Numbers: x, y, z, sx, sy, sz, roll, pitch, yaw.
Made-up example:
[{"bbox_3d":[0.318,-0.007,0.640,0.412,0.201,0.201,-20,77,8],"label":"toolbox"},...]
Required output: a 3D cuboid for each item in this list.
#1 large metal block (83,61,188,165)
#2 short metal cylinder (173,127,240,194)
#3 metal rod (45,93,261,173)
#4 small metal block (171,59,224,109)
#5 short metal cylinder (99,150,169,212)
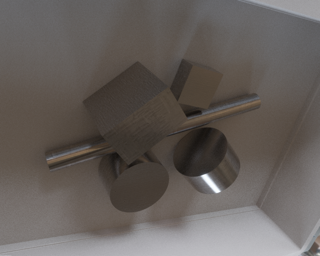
[{"bbox_3d":[-0.029,-0.019,0.345,0.080,0.080,0.050,-37,130,-4],"label":"large metal block"},{"bbox_3d":[0.066,0.046,0.438,0.080,0.080,0.050,-40,130,-1],"label":"short metal cylinder"},{"bbox_3d":[0.006,0.000,0.412,0.302,0.025,0.025,-16,125,-20],"label":"metal rod"},{"bbox_3d":[0.046,-0.056,0.399,0.050,0.025,0.050,9,114,-33],"label":"small metal block"},{"bbox_3d":[-0.035,0.065,0.412,0.081,0.050,0.079,-14,125,-21],"label":"short metal cylinder"}]
